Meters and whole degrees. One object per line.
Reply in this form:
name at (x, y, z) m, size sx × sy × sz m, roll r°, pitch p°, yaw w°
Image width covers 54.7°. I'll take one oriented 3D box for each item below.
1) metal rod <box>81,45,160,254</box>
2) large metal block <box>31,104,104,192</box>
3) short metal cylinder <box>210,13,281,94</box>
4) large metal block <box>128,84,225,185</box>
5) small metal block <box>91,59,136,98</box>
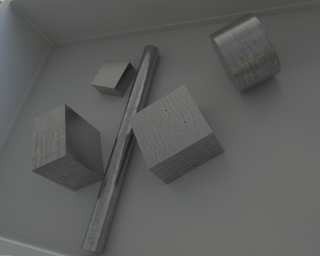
metal rod at (-0.046, 0.011, 0.421) m, size 0.025 × 0.025 × 0.300 m, roll 0°, pitch 61°, yaw 28°
large metal block at (-0.121, 0.028, 0.415) m, size 0.050 × 0.080 × 0.080 m, roll -24°, pitch 53°, yaw 13°
short metal cylinder at (0.101, -0.088, 0.371) m, size 0.050 × 0.080 × 0.080 m, roll -28°, pitch 52°, yaw 11°
large metal block at (0.019, 0.008, 0.374) m, size 0.080 × 0.050 × 0.080 m, roll -31°, pitch 52°, yaw 8°
small metal block at (-0.073, -0.079, 0.491) m, size 0.050 × 0.025 × 0.050 m, roll 14°, pitch 69°, yaw 33°
